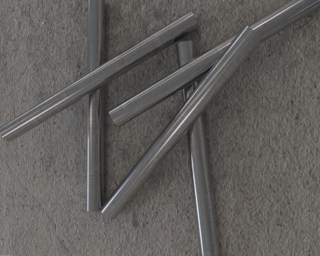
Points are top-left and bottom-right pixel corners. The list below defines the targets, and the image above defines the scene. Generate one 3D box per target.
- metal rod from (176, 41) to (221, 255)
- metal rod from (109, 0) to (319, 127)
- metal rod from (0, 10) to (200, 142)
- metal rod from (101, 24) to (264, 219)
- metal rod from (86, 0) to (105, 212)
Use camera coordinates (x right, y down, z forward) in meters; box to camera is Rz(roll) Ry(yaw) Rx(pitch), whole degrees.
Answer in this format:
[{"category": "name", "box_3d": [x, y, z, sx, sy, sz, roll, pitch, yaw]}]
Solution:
[{"category": "metal rod", "box_3d": [0.049, 0.040, 0.391, 0.025, 0.025, 0.298, -7, 88, 20]}, {"category": "metal rod", "box_3d": [0.072, -0.086, 0.362, 0.300, 0.025, 0.025, -30, 80, 9]}, {"category": "metal rod", "box_3d": [-0.085, -0.065, 0.413, 0.301, 0.025, 0.025, -29, 80, 8]}, {"category": "metal rod", "box_3d": [0.014, 0.008, 0.380, 0.025, 0.025, 0.299, 44, 112, 14]}, {"category": "metal rod", "box_3d": [-0.091, -0.033, 0.441, 0.025, 0.025, 0.298, 0, 90, 20]}]
